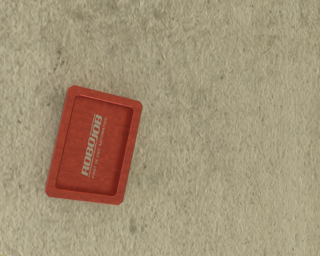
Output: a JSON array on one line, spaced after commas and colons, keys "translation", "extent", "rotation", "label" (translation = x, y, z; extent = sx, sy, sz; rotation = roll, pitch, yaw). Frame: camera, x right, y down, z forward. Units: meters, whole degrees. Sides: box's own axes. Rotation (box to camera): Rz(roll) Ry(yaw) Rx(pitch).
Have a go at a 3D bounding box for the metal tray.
[{"translation": [-0.079, 0.022, 0.377], "extent": [0.091, 0.030, 0.129], "rotation": [13, 86, -20], "label": "metal tray"}]
